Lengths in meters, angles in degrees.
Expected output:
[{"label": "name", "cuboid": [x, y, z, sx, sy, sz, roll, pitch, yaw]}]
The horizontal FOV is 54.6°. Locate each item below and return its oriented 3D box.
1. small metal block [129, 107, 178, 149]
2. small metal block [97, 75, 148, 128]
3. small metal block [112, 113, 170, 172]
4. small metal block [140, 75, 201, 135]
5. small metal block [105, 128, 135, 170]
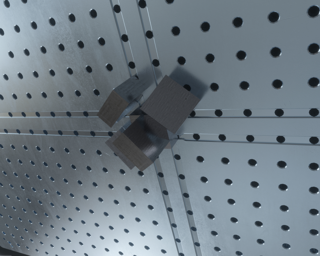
[{"label": "small metal block", "cuboid": [-0.008, 0.000, 0.415, 0.050, 0.025, 0.050, 0, 118, 27]}, {"label": "small metal block", "cuboid": [-0.048, -0.034, 0.400, 0.025, 0.050, 0.050, 42, 129, 0]}, {"label": "small metal block", "cuboid": [-0.022, 0.017, 0.386, 0.050, 0.050, 0.025, 45, 128, -4]}, {"label": "small metal block", "cuboid": [0.012, -0.027, 0.371, 0.050, 0.025, 0.050, 37, 89, 4]}, {"label": "small metal block", "cuboid": [-0.047, 0.027, 0.433, 0.025, 0.050, 0.050, -43, 95, 2]}]
